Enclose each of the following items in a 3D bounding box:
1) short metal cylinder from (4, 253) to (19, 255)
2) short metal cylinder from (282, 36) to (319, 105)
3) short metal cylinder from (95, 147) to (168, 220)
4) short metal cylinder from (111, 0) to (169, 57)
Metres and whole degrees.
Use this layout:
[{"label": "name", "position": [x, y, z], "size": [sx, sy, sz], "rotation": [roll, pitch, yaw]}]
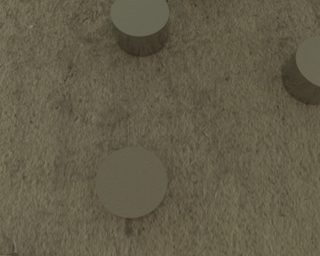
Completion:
[{"label": "short metal cylinder", "position": [-0.170, 0.174, 0.313], "size": [0.080, 0.080, 0.050], "rotation": [-37, 75, -13]}, {"label": "short metal cylinder", "position": [0.217, -0.078, 0.426], "size": [0.081, 0.050, 0.080], "rotation": [0, 70, 0]}, {"label": "short metal cylinder", "position": [-0.032, 0.068, 0.370], "size": [0.081, 0.050, 0.080], "rotation": [0, 70, 0]}, {"label": "short metal cylinder", "position": [-0.027, -0.151, 0.450], "size": [0.081, 0.050, 0.080], "rotation": [0, 70, 0]}]
